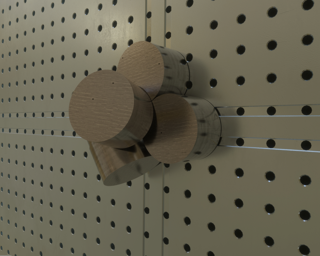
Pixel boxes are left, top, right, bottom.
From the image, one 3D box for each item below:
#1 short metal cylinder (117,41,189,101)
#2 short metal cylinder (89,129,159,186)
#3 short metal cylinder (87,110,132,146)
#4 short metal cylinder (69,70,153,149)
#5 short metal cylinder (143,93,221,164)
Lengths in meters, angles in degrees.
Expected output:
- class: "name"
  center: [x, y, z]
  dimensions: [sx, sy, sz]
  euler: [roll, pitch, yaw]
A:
- class: "short metal cylinder"
  center: [-0.010, -0.066, 0.398]
  dimensions: [0.080, 0.050, 0.079]
  euler: [0, 90, 39]
- class: "short metal cylinder"
  center: [-0.046, 0.035, 0.409]
  dimensions: [0.080, 0.081, 0.050]
  euler: [-41, 66, 32]
- class: "short metal cylinder"
  center: [-0.066, -0.007, 0.426]
  dimensions: [0.080, 0.081, 0.050]
  euler: [-41, 65, 32]
- class: "short metal cylinder"
  center: [-0.055, -0.020, 0.352]
  dimensions: [0.080, 0.050, 0.080]
  euler: [-5, 77, 21]
- class: "short metal cylinder"
  center: [0.025, 0.001, 0.370]
  dimensions: [0.080, 0.050, 0.079]
  euler: [0, 90, 39]
